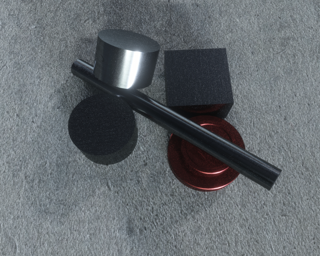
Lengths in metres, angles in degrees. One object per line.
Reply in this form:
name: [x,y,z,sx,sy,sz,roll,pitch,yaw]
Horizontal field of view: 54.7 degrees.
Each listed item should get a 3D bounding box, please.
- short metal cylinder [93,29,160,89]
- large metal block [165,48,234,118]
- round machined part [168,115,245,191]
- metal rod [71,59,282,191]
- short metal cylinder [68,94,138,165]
short metal cylinder: [-0.044,-0.092,0.409,0.081,0.050,0.080,12,31,-7]
large metal block: [0.048,-0.057,0.415,0.081,0.050,0.080,-3,70,-1]
round machined part: [0.059,0.028,0.390,0.099,0.042,0.098,0,70,0]
metal rod: [0.001,-0.016,0.379,0.300,0.025,0.025,31,72,24]
short metal cylinder: [-0.070,0.003,0.395,0.081,0.050,0.080,0,70,0]
